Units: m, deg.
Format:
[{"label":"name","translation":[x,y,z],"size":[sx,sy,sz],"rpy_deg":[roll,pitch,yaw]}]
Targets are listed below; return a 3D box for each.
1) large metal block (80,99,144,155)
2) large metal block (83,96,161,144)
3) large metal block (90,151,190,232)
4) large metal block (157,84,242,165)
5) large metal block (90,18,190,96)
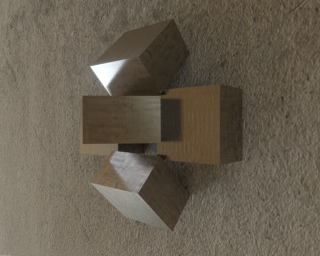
[{"label":"large metal block","translation":[-0.069,-0.003,0.445],"size":[0.080,0.050,0.079],"rpy_deg":[0,90,39]},{"label":"large metal block","translation":[-0.043,-0.009,0.362],"size":[0.080,0.081,0.050],"rpy_deg":[179,90,-84]},{"label":"large metal block","translation":[-0.023,0.075,0.380],"size":[0.080,0.080,0.050],"rpy_deg":[2,48,40]},{"label":"large metal block","translation":[0.044,-0.004,0.349],"size":[0.080,0.050,0.079],"rpy_deg":[0,90,39]},{"label":"large metal block","translation":[-0.023,-0.083,0.380],"size":[0.080,0.080,0.050],"rpy_deg":[0,134,40]}]
